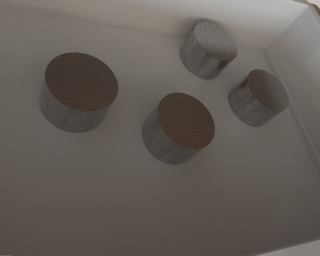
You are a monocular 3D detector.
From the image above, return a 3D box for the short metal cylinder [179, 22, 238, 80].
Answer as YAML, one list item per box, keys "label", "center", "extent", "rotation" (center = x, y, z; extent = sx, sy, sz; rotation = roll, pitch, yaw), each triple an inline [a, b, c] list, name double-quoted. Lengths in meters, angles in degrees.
- label: "short metal cylinder"
  center: [0.079, -0.126, 0.509]
  extent: [0.081, 0.050, 0.080]
  rotation: [14, 56, -21]

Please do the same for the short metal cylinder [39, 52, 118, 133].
- label: "short metal cylinder"
  center: [-0.095, -0.041, 0.363]
  extent: [0.081, 0.050, 0.080]
  rotation: [14, 56, -21]

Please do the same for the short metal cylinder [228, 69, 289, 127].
- label: "short metal cylinder"
  center: [0.160, -0.048, 0.505]
  extent: [0.081, 0.050, 0.080]
  rotation: [14, 56, -21]

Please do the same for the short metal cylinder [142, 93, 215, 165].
- label: "short metal cylinder"
  center: [0.023, 0.001, 0.401]
  extent: [0.081, 0.050, 0.080]
  rotation: [14, 56, -21]
